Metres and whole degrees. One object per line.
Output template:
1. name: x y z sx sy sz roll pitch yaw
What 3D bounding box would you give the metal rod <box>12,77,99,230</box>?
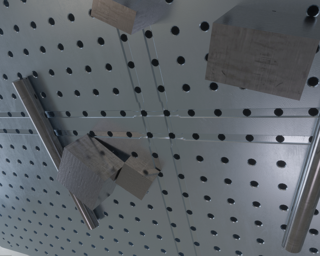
1. metal rod: -0.172 0.055 0.536 0.025 0.025 0.298 -5 116 30

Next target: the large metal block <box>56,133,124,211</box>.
1. large metal block: -0.111 0.069 0.490 0.080 0.050 0.079 37 130 13

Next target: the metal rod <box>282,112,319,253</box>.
1. metal rod: 0.175 0.030 0.337 0.025 0.025 0.298 13 124 21

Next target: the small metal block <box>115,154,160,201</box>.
1. small metal block: -0.035 0.076 0.477 0.050 0.025 0.050 33 129 6

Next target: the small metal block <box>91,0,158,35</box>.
1. small metal block: -0.038 -0.129 0.335 0.050 0.050 0.025 28 128 10

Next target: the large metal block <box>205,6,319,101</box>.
1. large metal block: 0.095 -0.072 0.281 0.080 0.080 0.050 16 125 19
